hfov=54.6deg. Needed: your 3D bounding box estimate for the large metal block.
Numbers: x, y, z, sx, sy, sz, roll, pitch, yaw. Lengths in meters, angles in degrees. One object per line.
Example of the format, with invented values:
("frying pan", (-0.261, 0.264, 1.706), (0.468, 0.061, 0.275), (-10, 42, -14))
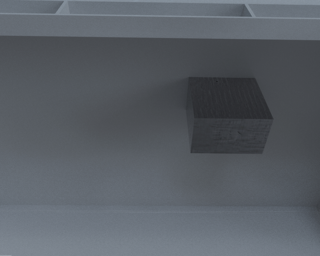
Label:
("large metal block", (0.075, -0.016, 0.359), (0.080, 0.080, 0.050), (1, 130, -1))
